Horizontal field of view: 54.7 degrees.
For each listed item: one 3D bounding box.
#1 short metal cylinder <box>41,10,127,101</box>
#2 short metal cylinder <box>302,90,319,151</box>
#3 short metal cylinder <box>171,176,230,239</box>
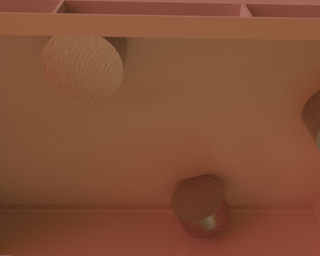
[{"bbox_3d":[-0.077,-0.076,0.327,0.081,0.050,0.079,0,130,0],"label":"short metal cylinder"},{"bbox_3d":[0.228,-0.009,0.388,0.081,0.050,0.079,0,130,0],"label":"short metal cylinder"},{"bbox_3d":[0.063,0.121,0.477,0.080,0.080,0.050,-16,129,12],"label":"short metal cylinder"}]
